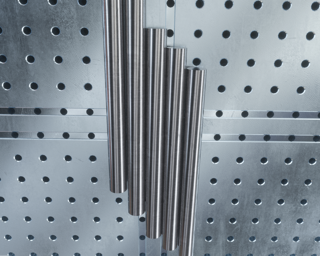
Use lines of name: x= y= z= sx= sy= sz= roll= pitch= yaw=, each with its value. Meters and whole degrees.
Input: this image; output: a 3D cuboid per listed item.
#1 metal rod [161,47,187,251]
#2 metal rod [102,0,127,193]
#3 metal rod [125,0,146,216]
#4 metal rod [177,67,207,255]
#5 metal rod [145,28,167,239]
metal rod: x=0.018 y=0.042 z=0.428 sx=0.025 sy=0.025 sz=0.298 roll=1 pitch=110 yaw=-1
metal rod: x=-0.057 y=-0.053 z=0.393 sx=0.025 sy=0.025 sz=0.298 roll=1 pitch=110 yaw=-1
metal rod: x=-0.031 y=-0.017 z=0.406 sx=0.025 sy=0.025 sz=0.298 roll=1 pitch=110 yaw=-1
metal rod: x=0.043 y=0.066 z=0.437 sx=0.025 sy=0.025 sz=0.298 roll=1 pitch=110 yaw=-1
metal rod: x=-0.007 y=0.021 z=0.420 sx=0.025 sy=0.025 sz=0.298 roll=1 pitch=110 yaw=-1
